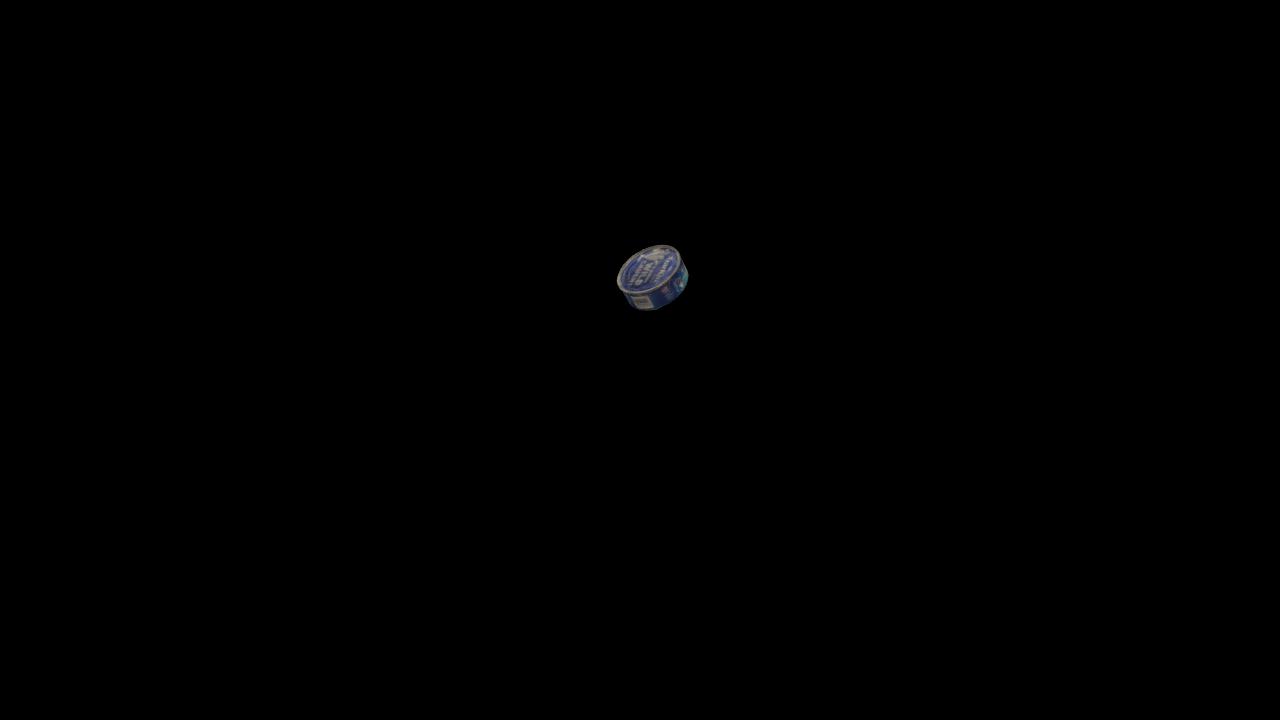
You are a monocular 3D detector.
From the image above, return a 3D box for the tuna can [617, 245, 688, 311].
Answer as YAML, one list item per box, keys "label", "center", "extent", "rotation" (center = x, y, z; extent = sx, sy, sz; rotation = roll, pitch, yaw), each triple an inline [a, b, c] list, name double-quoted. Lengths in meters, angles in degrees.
- label: "tuna can"
  center: [0.016, -0.100, 0.752]
  extent: [0.084, 0.084, 0.034]
  rotation: [0, -39, 32]
